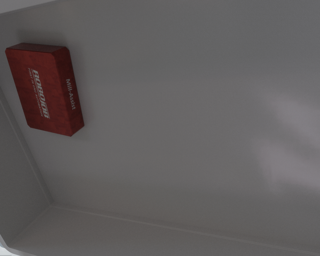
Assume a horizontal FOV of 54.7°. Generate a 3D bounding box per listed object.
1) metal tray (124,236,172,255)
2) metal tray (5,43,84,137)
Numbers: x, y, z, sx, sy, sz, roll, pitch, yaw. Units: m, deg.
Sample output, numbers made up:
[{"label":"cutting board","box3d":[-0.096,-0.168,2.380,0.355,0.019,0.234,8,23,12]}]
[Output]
[{"label":"metal tray","box3d":[-0.006,0.266,0.576,0.130,0.030,0.089,25,127,12]},{"label":"metal tray","box3d":[-0.168,-0.056,0.460,0.090,0.030,0.129,10,123,22]}]
